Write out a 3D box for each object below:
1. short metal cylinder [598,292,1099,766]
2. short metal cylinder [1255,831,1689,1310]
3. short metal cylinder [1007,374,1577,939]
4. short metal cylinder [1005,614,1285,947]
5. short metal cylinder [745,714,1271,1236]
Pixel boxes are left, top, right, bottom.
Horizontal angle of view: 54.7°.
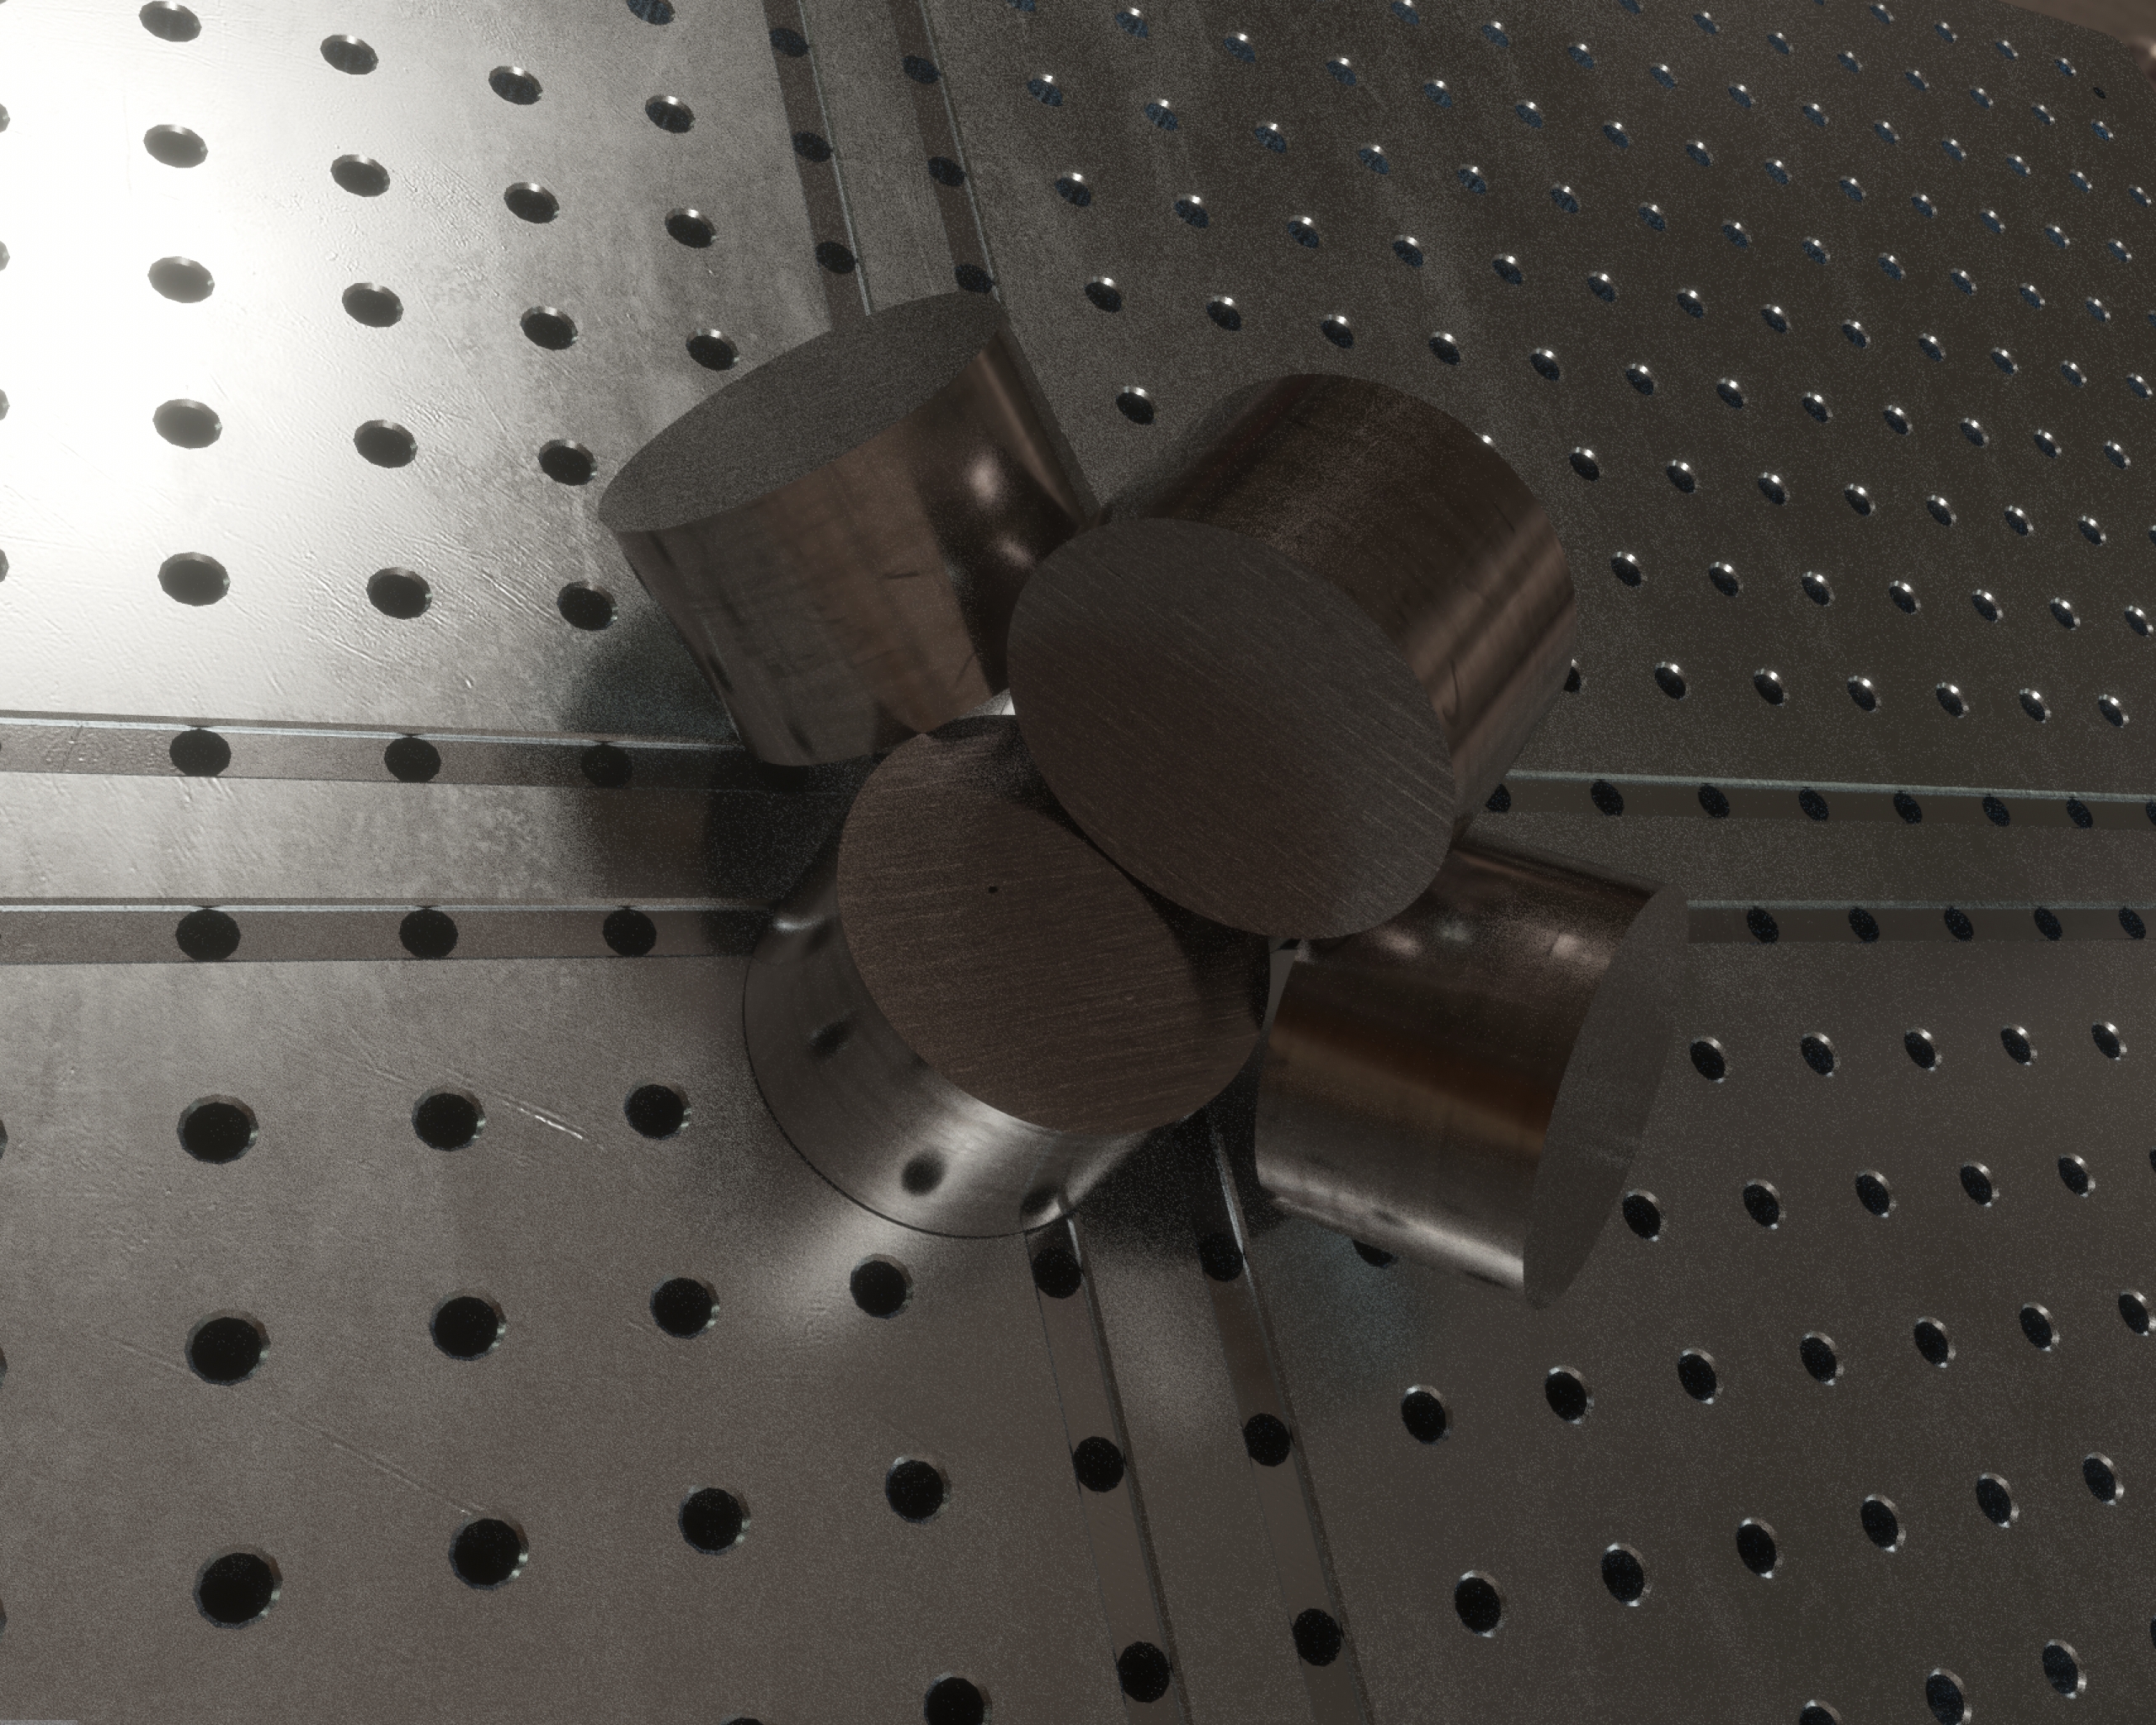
[{"bbox_3d":[-0.039,-0.062,0.382,0.080,0.080,0.050,-55,129,-39],"label":"short metal cylinder"},{"bbox_3d":[0.074,0.035,0.384,0.050,0.079,0.080,18,45,27],"label":"short metal cylinder"},{"bbox_3d":[0.036,-0.034,0.348,0.080,0.080,0.050,41,51,0],"label":"short metal cylinder"},{"bbox_3d":[0.030,-0.026,0.425,0.081,0.050,0.080,14,56,-21],"label":"short metal cylinder"},{"bbox_3d":[-0.013,0.020,0.373,0.081,0.050,0.080,14,56,-21],"label":"short metal cylinder"}]
